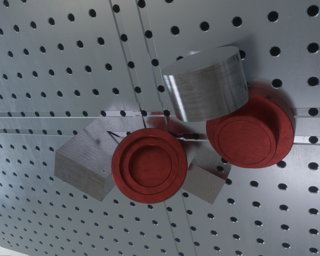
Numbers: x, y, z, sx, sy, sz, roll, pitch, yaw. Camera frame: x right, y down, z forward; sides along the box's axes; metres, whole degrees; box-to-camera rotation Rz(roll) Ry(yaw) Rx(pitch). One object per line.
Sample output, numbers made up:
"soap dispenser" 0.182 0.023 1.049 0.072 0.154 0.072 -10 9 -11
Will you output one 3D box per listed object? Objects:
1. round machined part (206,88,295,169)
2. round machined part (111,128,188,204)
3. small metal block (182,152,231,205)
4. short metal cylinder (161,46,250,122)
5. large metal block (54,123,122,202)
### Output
"round machined part" 0.099 0.007 0.352 0.098 0.042 0.097 13 124 21
"round machined part" -0.012 0.052 0.416 0.098 0.098 0.042 26 169 12
"small metal block" 0.061 0.069 0.422 0.050 0.025 0.050 27 128 11
"short metal cylinder" 0.047 -0.047 0.322 0.080 0.080 0.050 -6 115 31
"large metal block" -0.095 0.048 0.455 0.080 0.080 0.050 26 128 12
